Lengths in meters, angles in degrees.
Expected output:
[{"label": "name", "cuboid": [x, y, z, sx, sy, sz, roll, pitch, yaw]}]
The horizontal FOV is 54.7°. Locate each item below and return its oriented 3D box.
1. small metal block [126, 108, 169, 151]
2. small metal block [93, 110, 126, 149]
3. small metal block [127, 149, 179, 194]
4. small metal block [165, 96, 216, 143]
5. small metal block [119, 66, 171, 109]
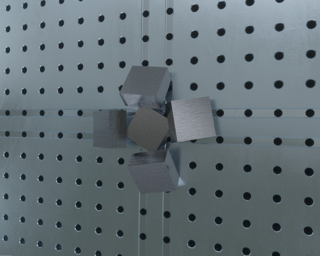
[{"label": "small metal block", "cuboid": [-0.012, 0.001, 0.415, 0.050, 0.025, 0.050, 33, 100, 16]}, {"label": "small metal block", "cuboid": [-0.069, 0.001, 0.423, 0.050, 0.025, 0.050, 0, 90, 54]}, {"label": "small metal block", "cuboid": [-0.008, 0.057, 0.401, 0.050, 0.025, 0.050, -10, 123, 19]}, {"label": "small metal block", "cuboid": [0.038, -0.010, 0.386, 0.050, 0.025, 0.050, -8, 86, -16]}, {"label": "small metal block", "cuboid": [-0.018, -0.054, 0.405, 0.050, 0.025, 0.050, 7, 56, 20]}]
